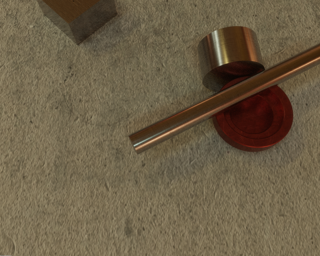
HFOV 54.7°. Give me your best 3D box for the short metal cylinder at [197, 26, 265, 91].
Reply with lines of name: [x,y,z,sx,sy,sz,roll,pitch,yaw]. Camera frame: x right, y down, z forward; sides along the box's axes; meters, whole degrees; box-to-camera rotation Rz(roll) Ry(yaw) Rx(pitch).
short metal cylinder: [0.093,-0.090,0.413,0.081,0.080,0.050,-5,70,-2]

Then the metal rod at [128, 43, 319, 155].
metal rod: [0.102,-0.046,0.381,0.302,0.025,0.025,-26,72,-10]

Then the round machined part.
round machined part: [0.117,-0.015,0.406,0.099,0.042,0.098,0,70,-1]

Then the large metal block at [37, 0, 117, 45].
large metal block: [-0.124,-0.185,0.461,0.080,0.050,0.080,43,75,13]
